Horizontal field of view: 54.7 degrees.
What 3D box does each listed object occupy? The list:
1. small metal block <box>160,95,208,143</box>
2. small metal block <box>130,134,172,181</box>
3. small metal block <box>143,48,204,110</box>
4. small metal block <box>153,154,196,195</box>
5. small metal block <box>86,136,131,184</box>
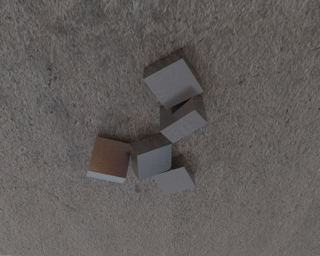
[{"bbox_3d":[0.027,-0.017,0.377,0.050,0.050,0.025,-32,123,24],"label":"small metal block"},{"bbox_3d":[-0.012,0.040,0.428,0.050,0.025,0.050,-18,133,-20],"label":"small metal block"},{"bbox_3d":[0.016,-0.056,0.360,0.050,0.025,0.050,-25,126,19],"label":"small metal block"},{"bbox_3d":[0.021,0.071,0.468,0.050,0.025,0.050,-18,128,15],"label":"small metal block"},{"bbox_3d":[-0.069,0.044,0.424,0.050,0.050,0.025,14,152,-11],"label":"small metal block"}]
